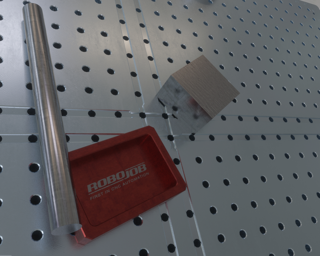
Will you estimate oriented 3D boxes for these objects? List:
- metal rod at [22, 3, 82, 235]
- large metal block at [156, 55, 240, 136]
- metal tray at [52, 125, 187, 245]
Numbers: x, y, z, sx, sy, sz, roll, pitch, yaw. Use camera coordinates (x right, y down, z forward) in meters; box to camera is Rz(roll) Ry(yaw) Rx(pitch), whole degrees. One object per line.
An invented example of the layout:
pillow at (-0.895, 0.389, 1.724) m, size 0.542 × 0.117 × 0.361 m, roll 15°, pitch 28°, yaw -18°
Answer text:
metal rod at (-0.124, -0.035, 0.336) m, size 0.025 × 0.025 × 0.299 m, roll -2°, pitch 54°, yaw -29°
large metal block at (0.056, -0.049, 0.453) m, size 0.080 × 0.050 × 0.080 m, roll 48°, pitch 51°, yaw 5°
metal tray at (-0.044, 0.057, 0.346) m, size 0.131 × 0.030 × 0.090 m, roll -19°, pitch 72°, yaw -35°
